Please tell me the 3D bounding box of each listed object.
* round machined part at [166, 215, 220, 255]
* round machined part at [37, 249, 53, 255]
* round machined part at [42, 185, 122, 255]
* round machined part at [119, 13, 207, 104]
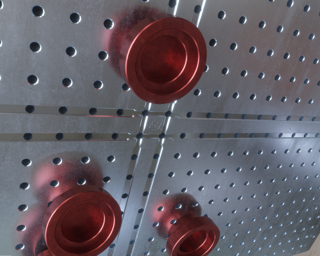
[{"bbox_3d":[0.054,0.195,0.553,0.099,0.042,0.097,-14,125,-21],"label":"round machined part"},{"bbox_3d":[-0.140,0.201,0.437,0.099,0.042,0.097,-11,139,-10],"label":"round machined part"},{"bbox_3d":[-0.104,0.121,0.409,0.099,0.042,0.097,-9,108,-29],"label":"round machined part"},{"bbox_3d":[0.000,-0.080,0.352,0.099,0.042,0.097,-14,125,-21],"label":"round machined part"}]
